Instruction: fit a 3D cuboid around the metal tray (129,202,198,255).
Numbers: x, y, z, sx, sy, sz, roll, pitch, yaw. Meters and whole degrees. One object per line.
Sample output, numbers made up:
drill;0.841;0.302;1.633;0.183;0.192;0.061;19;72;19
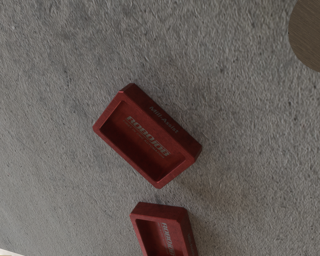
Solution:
metal tray;0.010;0.186;0.513;0.090;0.030;0.129;0;119;28

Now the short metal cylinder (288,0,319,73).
short metal cylinder;0.151;-0.090;0.255;0.080;0.050;0.079;13;124;21

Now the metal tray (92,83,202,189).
metal tray;-0.019;0.014;0.422;0.130;0.030;0.090;43;129;-2
